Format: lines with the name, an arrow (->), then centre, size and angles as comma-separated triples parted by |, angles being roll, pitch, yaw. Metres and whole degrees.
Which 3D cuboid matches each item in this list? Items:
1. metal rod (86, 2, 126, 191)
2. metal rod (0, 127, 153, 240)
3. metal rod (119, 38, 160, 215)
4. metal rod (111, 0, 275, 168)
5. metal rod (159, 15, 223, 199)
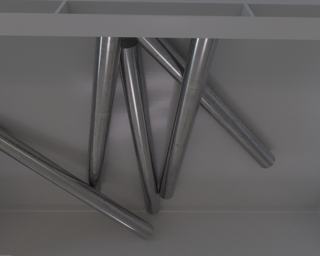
metal rod -> -0.074, -0.006, 0.385 | 0.025, 0.025, 0.298 | 9, 135, -8
metal rod -> -0.132, 0.078, 0.444 | 0.301, 0.025, 0.025 | 38, 121, -18
metal rod -> -0.024, 0.023, 0.427 | 0.025, 0.025, 0.298 | -4, 130, 3
metal rod -> 0.057, -0.037, 0.377 | 0.025, 0.025, 0.301 | -34, 123, 25
metal rod -> 0.027, 0.004, 0.388 | 0.025, 0.025, 0.298 | 5, 137, -4
